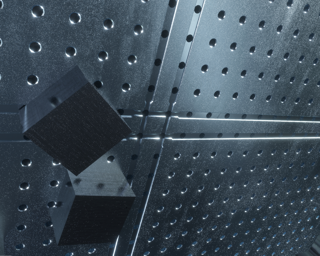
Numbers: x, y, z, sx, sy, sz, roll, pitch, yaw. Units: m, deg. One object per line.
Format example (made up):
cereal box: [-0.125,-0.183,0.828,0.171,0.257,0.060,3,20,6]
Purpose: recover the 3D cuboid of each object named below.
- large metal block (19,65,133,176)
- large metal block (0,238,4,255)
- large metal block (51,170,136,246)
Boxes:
large metal block: [-0.092,-0.007,0.341,0.080,0.050,0.080,-39,130,-2]
large metal block: [-0.245,0.161,0.361,0.080,0.050,0.080,-41,130,0]
large metal block: [-0.090,0.106,0.413,0.081,0.050,0.079,10,113,-33]
